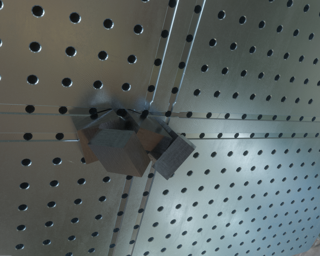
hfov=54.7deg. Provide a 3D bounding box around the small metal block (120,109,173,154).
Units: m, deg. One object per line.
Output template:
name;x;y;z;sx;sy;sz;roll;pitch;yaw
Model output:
small metal block;-0.020;0.005;0.388;0.050;0.050;0.025;20;108;-36

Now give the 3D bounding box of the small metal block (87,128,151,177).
small metal block;-0.046;0.028;0.353;0.025;0.050;0.050;-61;141;-36

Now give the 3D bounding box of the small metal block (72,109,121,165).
small metal block;-0.074;0.010;0.379;0.050;0.025;0.050;-18;126;-18

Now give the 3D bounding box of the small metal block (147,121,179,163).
small metal block;0.008;0.027;0.434;0.050;0.025;0.050;-46;130;3

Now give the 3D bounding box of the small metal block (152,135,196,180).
small metal block;0.020;0.036;0.395;0.050;0.025;0.050;-49;173;6
